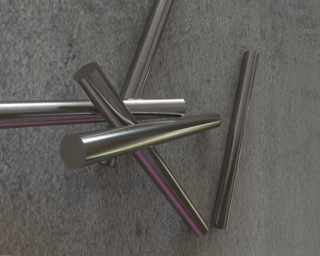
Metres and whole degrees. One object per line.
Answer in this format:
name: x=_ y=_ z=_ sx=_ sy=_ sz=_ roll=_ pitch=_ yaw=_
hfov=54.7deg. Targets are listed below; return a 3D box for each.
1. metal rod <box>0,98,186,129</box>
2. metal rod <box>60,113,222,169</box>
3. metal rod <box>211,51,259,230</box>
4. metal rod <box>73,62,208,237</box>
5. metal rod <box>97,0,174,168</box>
metal rod: x=-0.101 y=-0.015 z=0.300 sx=0.303 sy=0.025 sz=0.025 roll=-5 pitch=93 yaw=-34
metal rod: x=0.011 y=0.003 z=0.348 sx=0.302 sy=0.025 sz=0.025 roll=-11 pitch=98 yaw=-61
metal rod: x=0.126 y=0.014 z=0.512 sx=0.025 sy=0.025 sz=0.299 roll=22 pitch=76 yaw=-38
metal rod: x=-0.003 y=0.049 z=0.366 sx=0.025 sy=0.025 sz=0.299 roll=-55 pitch=133 yaw=-26
metal rod: x=-0.018 y=-0.096 z=0.391 sx=0.025 sy=0.025 sz=0.299 roll=29 pitch=72 yaw=-37
